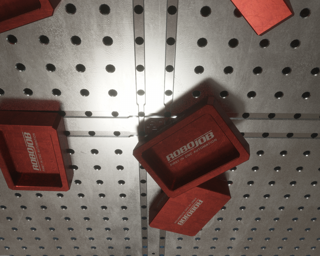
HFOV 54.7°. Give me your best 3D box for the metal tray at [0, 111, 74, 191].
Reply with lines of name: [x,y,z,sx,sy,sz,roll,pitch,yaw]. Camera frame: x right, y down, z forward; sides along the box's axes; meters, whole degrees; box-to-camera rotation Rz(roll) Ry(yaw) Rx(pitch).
metal tray: [-0.178,0.037,0.436,0.091,0.030,0.129,2,130,-2]

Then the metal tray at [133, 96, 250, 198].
metal tray: [0.040,0.029,0.414,0.130,0.030,0.090,-33,103,24]

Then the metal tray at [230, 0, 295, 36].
metal tray: [0.053,-0.146,0.243,0.030,0.090,0.130,-30,125,34]

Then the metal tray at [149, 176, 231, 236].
metal tray: [0.046,0.129,0.519,0.091,0.030,0.129,18,128,-16]

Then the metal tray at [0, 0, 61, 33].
metal tray: [-0.161,-0.154,0.274,0.090,0.030,0.129,-14,129,11]
